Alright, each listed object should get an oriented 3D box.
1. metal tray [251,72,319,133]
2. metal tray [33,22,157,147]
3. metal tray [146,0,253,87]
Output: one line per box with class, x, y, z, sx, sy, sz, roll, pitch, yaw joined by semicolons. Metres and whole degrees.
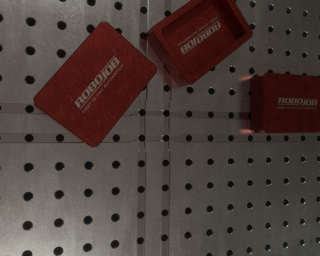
metal tray;0.207;-0.037;0.488;0.131;0.030;0.089;0;90;-21
metal tray;-0.077;-0.052;0.382;0.090;0.030;0.130;40;77;-16
metal tray;0.057;-0.130;0.432;0.131;0.030;0.090;-39;103;-16
